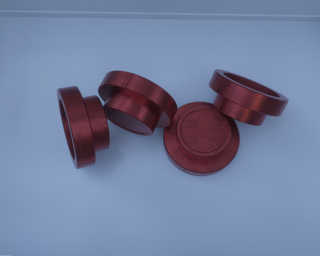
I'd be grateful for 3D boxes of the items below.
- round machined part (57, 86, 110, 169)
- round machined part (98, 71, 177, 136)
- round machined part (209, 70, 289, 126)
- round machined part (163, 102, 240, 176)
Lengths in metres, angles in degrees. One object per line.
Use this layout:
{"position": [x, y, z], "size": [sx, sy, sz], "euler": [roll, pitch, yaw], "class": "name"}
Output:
{"position": [-0.091, -0.003, 0.373], "size": [0.042, 0.098, 0.098], "euler": [-14, 70, -21], "class": "round machined part"}
{"position": [-0.032, -0.024, 0.379], "size": [0.098, 0.098, 0.042], "euler": [22, 72, 7], "class": "round machined part"}
{"position": [0.108, -0.037, 0.396], "size": [0.098, 0.098, 0.042], "euler": [24, 110, 8], "class": "round machined part"}
{"position": [0.054, 0.010, 0.398], "size": [0.099, 0.042, 0.098], "euler": [0, 70, -1], "class": "round machined part"}
